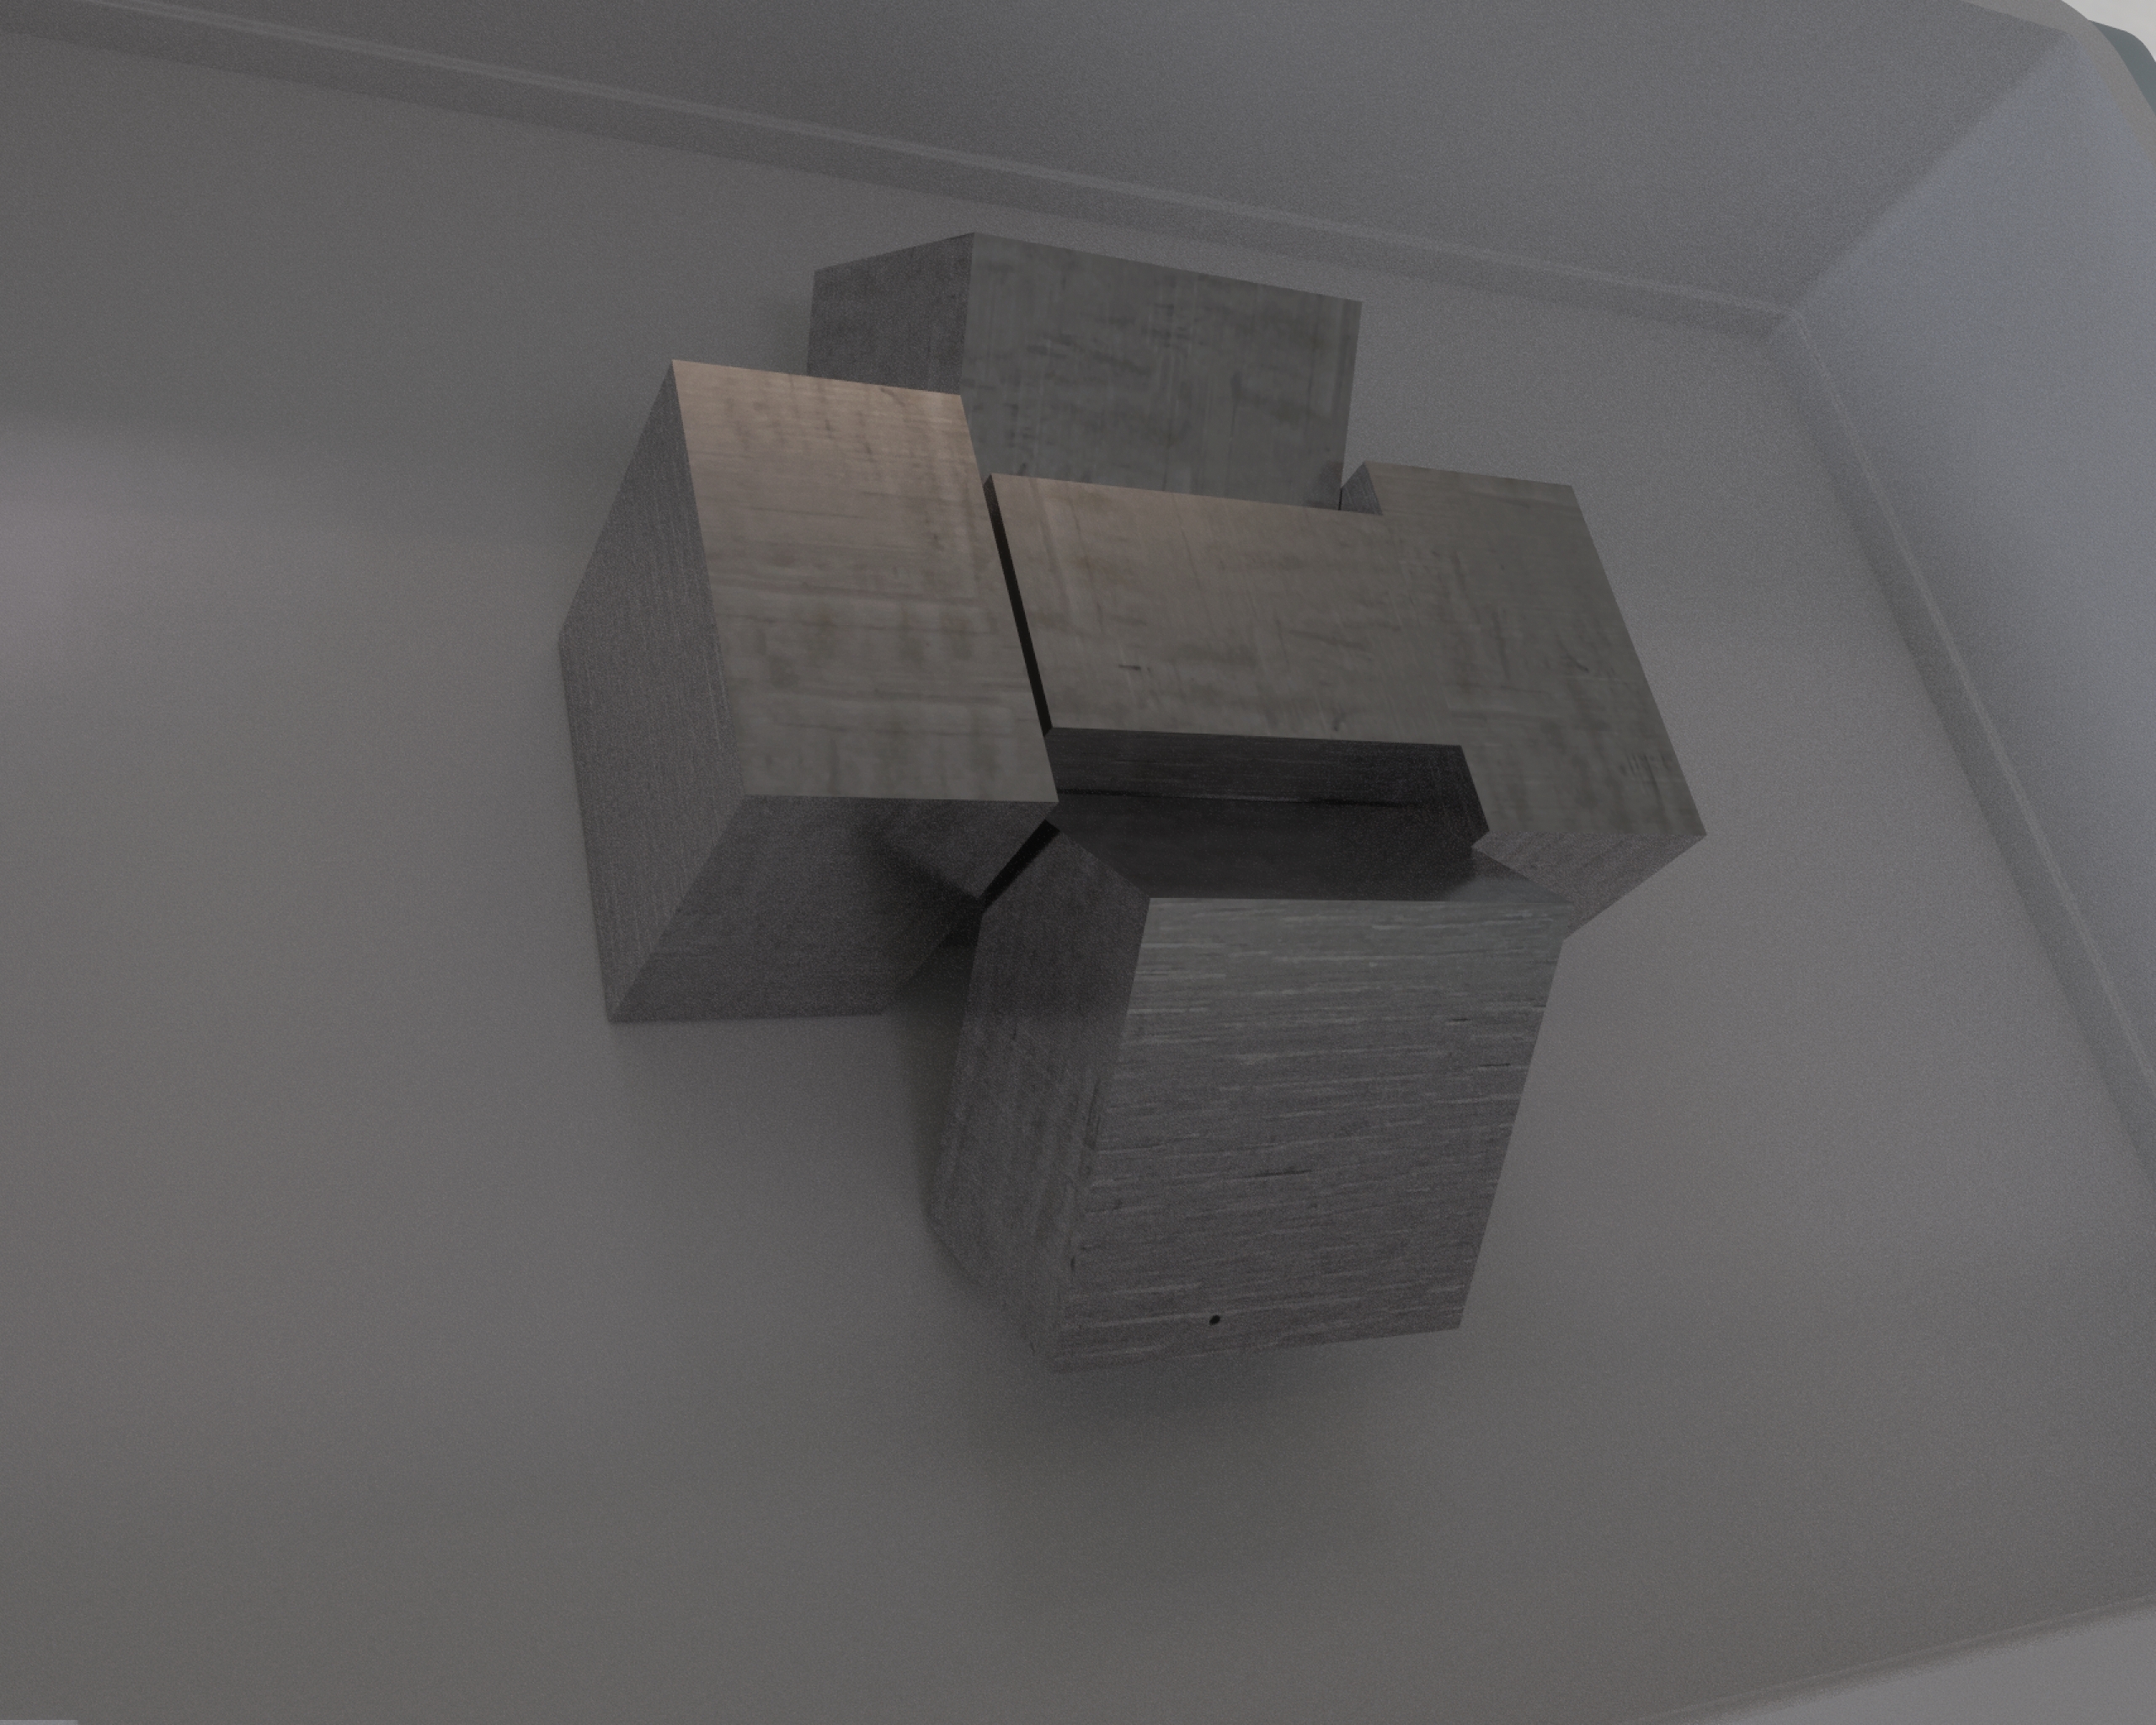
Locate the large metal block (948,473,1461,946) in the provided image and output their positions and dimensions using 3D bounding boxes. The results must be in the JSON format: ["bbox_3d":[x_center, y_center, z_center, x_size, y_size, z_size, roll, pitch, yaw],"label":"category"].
[{"bbox_3d":[0.010,-0.024,0.389,0.081,0.080,0.050,1,62,-28],"label":"large metal block"}]

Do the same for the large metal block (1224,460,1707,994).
[{"bbox_3d":[0.068,-0.022,0.419,0.050,0.080,0.080,1,62,-28],"label":"large metal block"}]

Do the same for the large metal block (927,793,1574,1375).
[{"bbox_3d":[0.027,0.035,0.353,0.081,0.079,0.050,1,19,-29],"label":"large metal block"}]

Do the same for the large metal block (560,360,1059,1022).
[{"bbox_3d":[-0.050,-0.026,0.357,0.050,0.080,0.080,1,62,-28],"label":"large metal block"}]

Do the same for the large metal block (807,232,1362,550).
[{"bbox_3d":[-0.003,-0.089,0.414,0.081,0.080,0.050,2,99,-28],"label":"large metal block"}]
